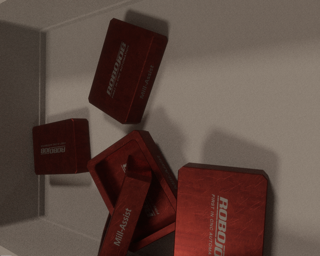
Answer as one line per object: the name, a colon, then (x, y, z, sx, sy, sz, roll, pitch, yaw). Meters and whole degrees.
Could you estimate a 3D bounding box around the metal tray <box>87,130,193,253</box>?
metal tray: (-0.027, 0.078, 0.397, 0.090, 0.030, 0.130, -34, 77, 17)

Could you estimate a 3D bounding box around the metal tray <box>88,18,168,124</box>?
metal tray: (-0.050, -0.081, 0.442, 0.090, 0.030, 0.129, 31, 109, 35)

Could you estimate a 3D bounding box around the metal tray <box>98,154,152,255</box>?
metal tray: (-0.046, 0.104, 0.397, 0.030, 0.090, 0.129, 18, 100, -7)

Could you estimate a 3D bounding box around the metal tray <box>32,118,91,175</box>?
metal tray: (-0.176, 0.035, 0.545, 0.130, 0.030, 0.089, -8, 85, 39)

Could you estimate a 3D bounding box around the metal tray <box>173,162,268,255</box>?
metal tray: (0.063, 0.107, 0.330, 0.090, 0.030, 0.129, 4, 93, 18)
